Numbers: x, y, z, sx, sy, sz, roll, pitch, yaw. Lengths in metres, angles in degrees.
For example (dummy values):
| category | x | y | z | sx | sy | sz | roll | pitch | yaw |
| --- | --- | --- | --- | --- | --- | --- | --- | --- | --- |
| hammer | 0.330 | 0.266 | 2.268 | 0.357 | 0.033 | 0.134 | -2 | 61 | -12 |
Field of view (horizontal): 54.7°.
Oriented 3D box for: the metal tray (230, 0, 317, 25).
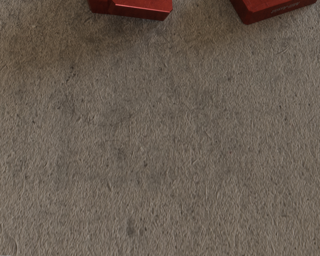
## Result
| category | x | y | z | sx | sy | sz | roll | pitch | yaw |
| --- | --- | --- | --- | --- | --- | --- | --- | --- | --- |
| metal tray | 0.176 | -0.223 | 0.488 | 0.131 | 0.030 | 0.090 | -20 | 71 | -7 |

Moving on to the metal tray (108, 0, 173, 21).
| category | x | y | z | sx | sy | sz | roll | pitch | yaw |
| --- | --- | --- | --- | --- | --- | --- | --- | --- | --- |
| metal tray | -0.031 | -0.231 | 0.460 | 0.091 | 0.030 | 0.129 | 0 | 82 | -20 |

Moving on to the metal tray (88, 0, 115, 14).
| category | x | y | z | sx | sy | sz | roll | pitch | yaw |
| --- | --- | --- | --- | --- | --- | --- | --- | --- | --- |
| metal tray | -0.058 | -0.241 | 0.493 | 0.091 | 0.030 | 0.130 | 6 | 70 | 2 |
